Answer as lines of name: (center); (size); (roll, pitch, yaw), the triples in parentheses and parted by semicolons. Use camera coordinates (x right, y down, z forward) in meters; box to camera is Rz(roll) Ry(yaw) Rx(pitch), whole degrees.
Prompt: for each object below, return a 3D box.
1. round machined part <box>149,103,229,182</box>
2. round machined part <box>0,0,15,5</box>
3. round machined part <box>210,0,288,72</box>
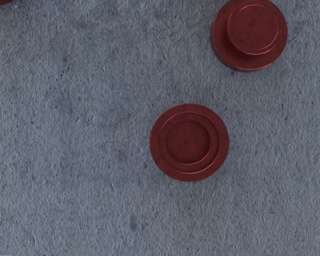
round machined part: (0.036, 0.018, 0.402); (0.099, 0.042, 0.097); (0, 90, 0)
round machined part: (-0.214, -0.206, 0.400); (0.099, 0.042, 0.097); (0, 90, 0)
round machined part: (0.118, -0.124, 0.402); (0.099, 0.042, 0.097); (0, 90, 0)
